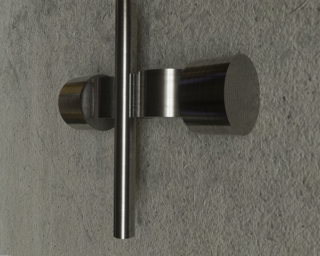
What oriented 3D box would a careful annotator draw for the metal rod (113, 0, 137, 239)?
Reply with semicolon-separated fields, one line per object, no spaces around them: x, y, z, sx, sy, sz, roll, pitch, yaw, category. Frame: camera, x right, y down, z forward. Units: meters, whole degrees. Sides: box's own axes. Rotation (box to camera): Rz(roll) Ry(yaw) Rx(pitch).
-0.040;-0.024;0.359;0.025;0.025;0.298;1;91;40;metal rod

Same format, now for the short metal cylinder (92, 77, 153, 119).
-0.049;-0.037;0.411;0.080;0.081;0.050;1;91;40;short metal cylinder

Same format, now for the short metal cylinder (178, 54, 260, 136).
0.063;-0.033;0.319;0.050;0.081;0.080;1;91;40;short metal cylinder

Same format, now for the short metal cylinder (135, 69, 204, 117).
0.012;-0.037;0.360;0.080;0.081;0.050;1;91;40;short metal cylinder

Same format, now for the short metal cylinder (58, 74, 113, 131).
-0.099;-0.036;0.452;0.050;0.081;0.080;1;91;40;short metal cylinder
